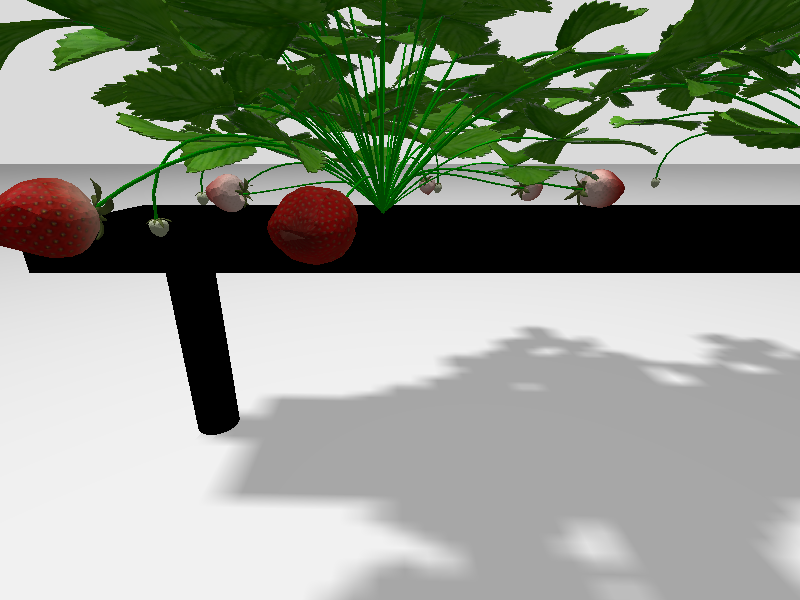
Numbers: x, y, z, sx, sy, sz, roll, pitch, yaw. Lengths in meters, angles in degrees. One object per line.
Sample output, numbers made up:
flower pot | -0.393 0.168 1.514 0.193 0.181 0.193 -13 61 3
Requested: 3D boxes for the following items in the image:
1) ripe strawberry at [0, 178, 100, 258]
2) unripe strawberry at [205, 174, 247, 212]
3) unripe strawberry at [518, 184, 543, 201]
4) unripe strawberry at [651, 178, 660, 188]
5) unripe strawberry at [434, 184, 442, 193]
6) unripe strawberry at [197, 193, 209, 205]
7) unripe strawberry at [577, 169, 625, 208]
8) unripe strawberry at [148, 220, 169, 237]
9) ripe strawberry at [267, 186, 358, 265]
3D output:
ripe strawberry | -0.168 -0.038 0.188 0.042 0.036 0.042 18 29 40
unripe strawberry | -0.154 -0.094 0.353 0.034 0.033 0.031 1 20 6
unripe strawberry | 0.139 -0.119 0.422 0.027 0.029 0.025 -11 23 -28
unripe strawberry | 0.315 -0.145 0.496 0.011 0.011 0.010 -14 24 -33
unripe strawberry | 0.046 -0.138 0.497 0.011 0.011 0.010 7 21 19
unripe strawberry | -0.177 -0.091 0.359 0.010 0.011 0.011 2 20 6
unripe strawberry | 0.183 -0.101 0.364 0.040 0.034 0.039 -2 20 -7
unripe strawberry | -0.136 -0.041 0.227 0.009 0.010 0.010 19 27 41
ripe strawberry | -0.039 -0.031 0.174 0.039 0.035 0.035 3 21 7
